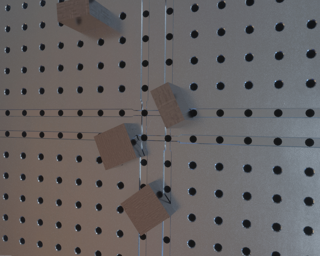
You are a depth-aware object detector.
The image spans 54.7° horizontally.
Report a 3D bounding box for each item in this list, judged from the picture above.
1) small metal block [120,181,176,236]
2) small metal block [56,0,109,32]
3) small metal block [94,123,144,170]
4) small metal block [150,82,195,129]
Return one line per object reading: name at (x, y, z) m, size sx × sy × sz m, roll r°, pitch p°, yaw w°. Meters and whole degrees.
small metal block at (-0.016, 0.108, 0.417) m, size 0.050 × 0.025 × 0.050 m, roll -38°, pitch 78°, yaw 15°
small metal block at (-0.108, -0.159, 0.436) m, size 0.050 × 0.050 × 0.025 m, roll -5°, pitch 89°, yaw 19°
small metal block at (-0.057, 0.026, 0.432) m, size 0.050 × 0.025 × 0.050 m, roll -23°, pitch 83°, yaw 18°
small metal block at (0.017, -0.027, 0.393) m, size 0.025 × 0.050 × 0.050 m, roll -26°, pitch 82°, yaw 18°
